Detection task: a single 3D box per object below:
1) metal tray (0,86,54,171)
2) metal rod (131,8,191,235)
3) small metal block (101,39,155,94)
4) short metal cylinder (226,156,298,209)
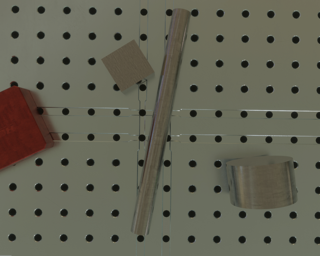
[{"bbox_3d":[-0.221,0.012,0.408,0.131,0.030,0.090,-25,90,-1],"label":"metal tray"},{"bbox_3d":[0.001,-0.008,0.413,0.025,0.025,0.298,11,90,-1],"label":"metal rod"},{"bbox_3d":[-0.042,-0.081,0.413,0.050,0.025,0.050,-32,90,-1],"label":"small metal block"},{"bbox_3d":[0.126,0.065,0.388,0.081,0.080,0.050,-7,90,0],"label":"short metal cylinder"}]
